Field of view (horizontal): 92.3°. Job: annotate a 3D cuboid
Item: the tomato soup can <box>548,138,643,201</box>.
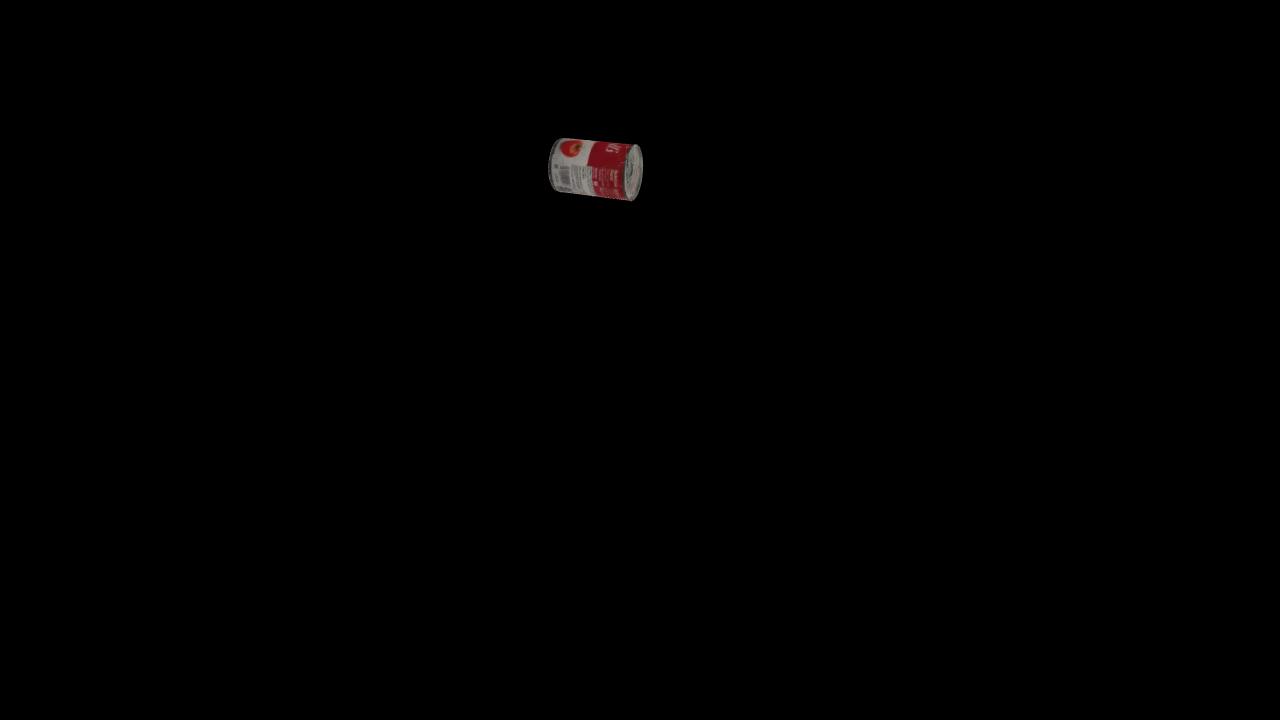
[{"bbox_3d":[-0.054,-0.236,0.762,0.101,0.068,0.068,11,3,16],"label":"tomato soup can"}]
